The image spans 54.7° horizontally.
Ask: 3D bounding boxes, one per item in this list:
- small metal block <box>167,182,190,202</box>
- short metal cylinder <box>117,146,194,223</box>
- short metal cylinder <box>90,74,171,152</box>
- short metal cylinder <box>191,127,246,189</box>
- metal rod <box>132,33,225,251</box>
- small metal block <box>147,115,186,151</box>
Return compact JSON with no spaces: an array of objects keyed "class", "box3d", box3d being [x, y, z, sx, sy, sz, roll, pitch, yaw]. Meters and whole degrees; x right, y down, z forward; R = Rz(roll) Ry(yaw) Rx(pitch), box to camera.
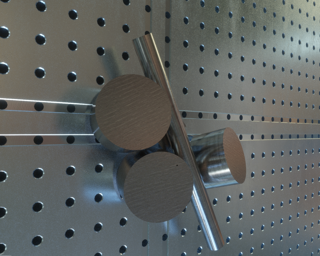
[{"class":"small metal block","box3d":[0.029,0.073,0.429,0.050,0.025,0.050,-48,119,-29]},{"class":"short metal cylinder","box3d":[-0.008,0.064,0.365,0.081,0.050,0.079,-1,94,-17]},{"class":"short metal cylinder","box3d":[-0.034,-0.014,0.342,0.081,0.050,0.080,3,81,-19]},{"class":"short metal cylinder","box3d":[0.084,0.044,0.442,0.080,0.050,0.080,33,49,-48]},{"class":"metal rod","box3d":[0.029,0.029,0.396,0.025,0.025,0.298,-32,110,-35]},{"class":"small metal block","box3d":[0.000,-0.004,0.405,0.050,0.025,0.050,-51,120,-28]}]
